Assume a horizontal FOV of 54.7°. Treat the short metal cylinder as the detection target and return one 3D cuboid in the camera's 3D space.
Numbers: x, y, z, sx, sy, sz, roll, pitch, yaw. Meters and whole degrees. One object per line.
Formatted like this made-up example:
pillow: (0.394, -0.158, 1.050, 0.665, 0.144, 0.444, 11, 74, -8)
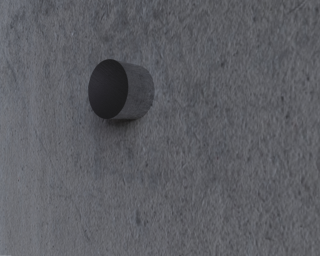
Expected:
short metal cylinder: (-0.054, -0.052, 0.431, 0.080, 0.050, 0.079, 0, 90, 39)
